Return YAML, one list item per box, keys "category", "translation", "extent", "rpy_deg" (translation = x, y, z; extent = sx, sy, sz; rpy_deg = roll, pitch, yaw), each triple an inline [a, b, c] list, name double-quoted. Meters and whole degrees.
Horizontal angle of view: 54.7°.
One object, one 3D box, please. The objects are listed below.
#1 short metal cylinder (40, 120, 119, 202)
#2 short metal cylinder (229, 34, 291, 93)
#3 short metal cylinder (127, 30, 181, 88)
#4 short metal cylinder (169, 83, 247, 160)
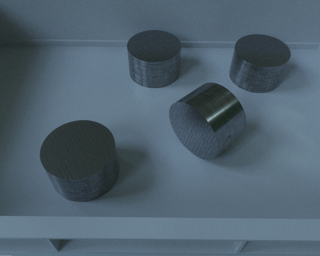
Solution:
- category: "short metal cylinder"
  translation: [-0.089, 0.037, 0.356]
  extent: [0.081, 0.050, 0.080]
  rpy_deg: [0, 50, 0]
- category: "short metal cylinder"
  translation: [0.151, -0.099, 0.474]
  extent: [0.081, 0.050, 0.080]
  rpy_deg: [0, 50, 0]
- category: "short metal cylinder"
  translation: [-0.009, -0.107, 0.479]
  extent: [0.081, 0.050, 0.080]
  rpy_deg: [0, 50, 0]
- category: "short metal cylinder"
  translation: [0.057, -0.008, 0.377]
  extent: [0.050, 0.080, 0.080]
  rpy_deg: [-34, 58, -25]
